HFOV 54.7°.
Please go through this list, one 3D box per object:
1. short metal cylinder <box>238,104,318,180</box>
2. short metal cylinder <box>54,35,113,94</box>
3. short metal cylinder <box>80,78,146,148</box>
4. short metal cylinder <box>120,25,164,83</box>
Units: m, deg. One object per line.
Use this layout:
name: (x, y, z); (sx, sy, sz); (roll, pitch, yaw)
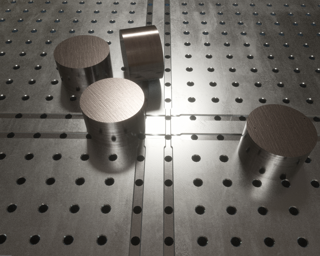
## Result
short metal cylinder: (0.141, 0.017, 0.379); (0.081, 0.050, 0.080); (0, 50, 0)
short metal cylinder: (-0.114, -0.097, 0.471); (0.081, 0.050, 0.080); (0, 50, 0)
short metal cylinder: (-0.060, -0.021, 0.408); (0.081, 0.050, 0.080); (0, 50, 0)
short metal cylinder: (-0.028, -0.110, 0.464); (0.050, 0.080, 0.080); (-11, 51, -9)
